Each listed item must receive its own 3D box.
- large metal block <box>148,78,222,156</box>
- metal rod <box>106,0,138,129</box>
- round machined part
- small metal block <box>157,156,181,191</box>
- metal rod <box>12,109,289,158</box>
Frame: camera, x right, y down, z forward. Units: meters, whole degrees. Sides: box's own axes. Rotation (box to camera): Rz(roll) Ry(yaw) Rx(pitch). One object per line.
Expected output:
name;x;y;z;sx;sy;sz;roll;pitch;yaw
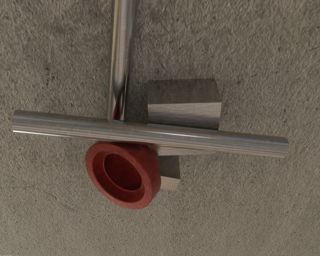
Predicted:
large metal block;0.028;-0.013;0.381;0.081;0.050;0.079;-2;130;1
metal rod;-0.055;-0.018;0.390;0.025;0.025;0.298;6;130;-6
round machined part;-0.041;0.050;0.386;0.098;0.042;0.097;16;126;24
small metal block;0.000;0.057;0.440;0.050;0.050;0.025;12;129;-10
metal rod;-0.005;0.008;0.348;0.302;0.025;0.025;6;130;-6
